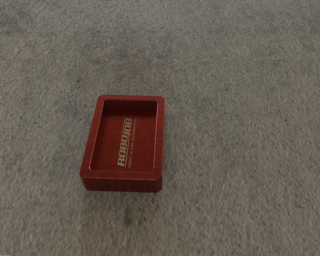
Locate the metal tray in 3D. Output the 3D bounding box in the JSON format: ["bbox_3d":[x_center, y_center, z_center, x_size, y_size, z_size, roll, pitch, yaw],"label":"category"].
[{"bbox_3d":[-0.041,0.015,0.387,0.090,0.030,0.130,2,50,1],"label":"metal tray"}]
